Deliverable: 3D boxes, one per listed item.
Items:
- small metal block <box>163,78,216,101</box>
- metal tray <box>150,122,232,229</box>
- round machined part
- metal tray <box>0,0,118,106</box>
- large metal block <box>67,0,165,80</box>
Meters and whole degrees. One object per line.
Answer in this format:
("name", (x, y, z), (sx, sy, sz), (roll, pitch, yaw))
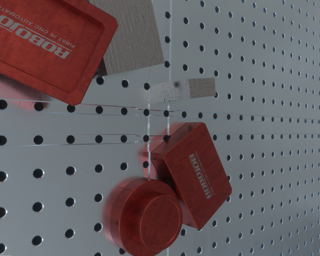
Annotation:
("small metal block", (0.041, -0.053, 0.427), (0.050, 0.050, 0.025), (-10, 97, -40))
("metal tray", (0.050, 0.067, 0.448), (0.091, 0.030, 0.129), (-38, 114, -33))
("round machined part", (-0.010, 0.115, 0.391), (0.099, 0.042, 0.097), (0, 90, -40))
("metal tray", (-0.115, -0.086, 0.273), (0.131, 0.030, 0.090), (26, 87, -20))
("large metal block", (-0.049, -0.104, 0.352), (0.081, 0.050, 0.079), (-21, 104, -38))
